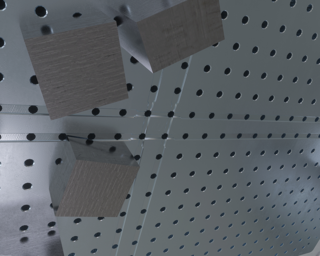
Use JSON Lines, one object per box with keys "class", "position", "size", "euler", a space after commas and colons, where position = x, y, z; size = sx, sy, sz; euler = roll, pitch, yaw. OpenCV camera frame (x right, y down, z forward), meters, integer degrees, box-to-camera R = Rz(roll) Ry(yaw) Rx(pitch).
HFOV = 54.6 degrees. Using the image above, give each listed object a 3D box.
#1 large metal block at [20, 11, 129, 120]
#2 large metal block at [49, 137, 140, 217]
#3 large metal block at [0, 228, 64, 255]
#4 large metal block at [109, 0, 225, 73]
{"class": "large metal block", "position": [-0.083, -0.064, 0.310], "size": [0.081, 0.050, 0.080], "euler": [-18, 126, -18]}
{"class": "large metal block", "position": [-0.083, 0.063, 0.388], "size": [0.081, 0.050, 0.080], "euler": [12, 112, -33]}
{"class": "large metal block", "position": [-0.167, 0.183, 0.397], "size": [0.081, 0.080, 0.050], "euler": [-3, 120, -27]}
{"class": "large metal block", "position": [0.005, -0.107, 0.312], "size": [0.080, 0.080, 0.050], "euler": [-28, 128, -11]}
